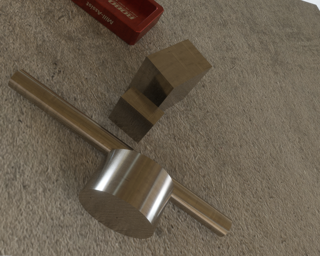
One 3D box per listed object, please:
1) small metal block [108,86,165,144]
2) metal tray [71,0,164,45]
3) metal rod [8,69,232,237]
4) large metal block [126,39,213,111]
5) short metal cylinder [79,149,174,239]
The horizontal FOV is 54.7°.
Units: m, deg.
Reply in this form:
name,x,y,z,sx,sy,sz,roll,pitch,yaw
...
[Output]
name,x,y,z,sx,sy,sz,roll,pitch,yaw
small metal block,-0.030,-0.015,0.382,0.050,0.050,0.025,41,51,-1
metal tray,-0.069,-0.198,0.485,0.130,0.030,0.090,37,51,-4
metal rod,-0.042,0.032,0.362,0.301,0.025,0.025,36,51,-4
large metal block,0.010,-0.064,0.414,0.081,0.080,0.050,-33,81,-38
short metal cylinder,-0.033,0.067,0.311,0.080,0.080,0.050,35,51,-6
